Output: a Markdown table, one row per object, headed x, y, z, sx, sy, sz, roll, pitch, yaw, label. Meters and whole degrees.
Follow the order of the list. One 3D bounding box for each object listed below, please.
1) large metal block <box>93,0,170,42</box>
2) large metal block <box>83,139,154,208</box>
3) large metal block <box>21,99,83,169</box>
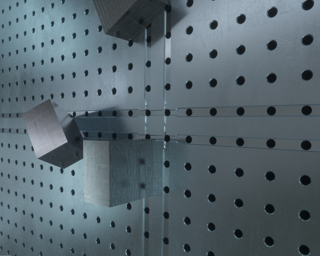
| x | y | z | sx | sy | sz | roll | pitch | yaw | label |
| --- | --- | --- | --- | --- | --- | --- | --- | --- | --- |
| -0.045 | -0.181 | 0.428 | 0.080 | 0.050 | 0.080 | -33 | 70 | 34 | large metal block |
| -0.054 | 0.055 | 0.416 | 0.050 | 0.081 | 0.079 | -1 | 90 | 40 | large metal block |
| -0.165 | 0.012 | 0.497 | 0.050 | 0.080 | 0.080 | -29 | 68 | 1 | large metal block |
